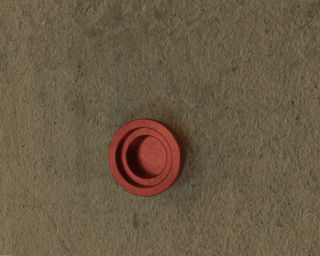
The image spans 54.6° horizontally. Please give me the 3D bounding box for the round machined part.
[{"bbox_3d":[-0.014,0.037,0.405,0.098,0.042,0.097,0,90,20],"label":"round machined part"}]
